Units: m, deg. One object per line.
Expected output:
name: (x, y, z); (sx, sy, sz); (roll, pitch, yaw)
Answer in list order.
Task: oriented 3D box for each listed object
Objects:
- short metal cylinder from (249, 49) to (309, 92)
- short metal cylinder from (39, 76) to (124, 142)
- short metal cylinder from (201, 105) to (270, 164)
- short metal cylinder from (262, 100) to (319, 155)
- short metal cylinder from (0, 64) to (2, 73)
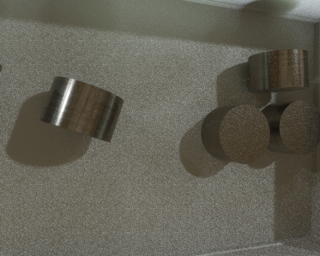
short metal cylinder: (0.170, -0.079, 0.446); (0.081, 0.080, 0.050); (-3, 91, -20)
short metal cylinder: (-0.087, -0.019, 0.350); (0.081, 0.080, 0.050); (19, 84, -19)
short metal cylinder: (0.106, 0.008, 0.438); (0.081, 0.050, 0.079); (0, 90, -21)
short metal cylinder: (0.197, -0.001, 0.472); (0.081, 0.050, 0.079); (0, 90, -21)
short metal cylinder: (-0.206, -0.050, 0.305); (0.050, 0.080, 0.080); (41, 77, -16)
